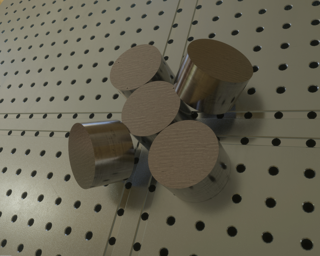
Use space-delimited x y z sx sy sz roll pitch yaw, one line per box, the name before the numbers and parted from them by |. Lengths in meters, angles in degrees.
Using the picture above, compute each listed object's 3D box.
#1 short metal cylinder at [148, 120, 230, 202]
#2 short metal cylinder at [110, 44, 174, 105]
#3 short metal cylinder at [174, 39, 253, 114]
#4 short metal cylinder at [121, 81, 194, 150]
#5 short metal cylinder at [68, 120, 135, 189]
short metal cylinder | 0.034 0.038 0.350 0.080 0.050 0.080 -13 56 20
short metal cylinder | -0.025 -0.073 0.448 0.080 0.050 0.080 -13 56 20
short metal cylinder | 0.063 -0.062 0.371 0.081 0.050 0.080 11 46 -11
short metal cylinder | -0.002 -0.014 0.400 0.080 0.050 0.080 -13 56 20
short metal cylinder | -0.074 0.031 0.384 0.080 0.050 0.079 12 105 52
